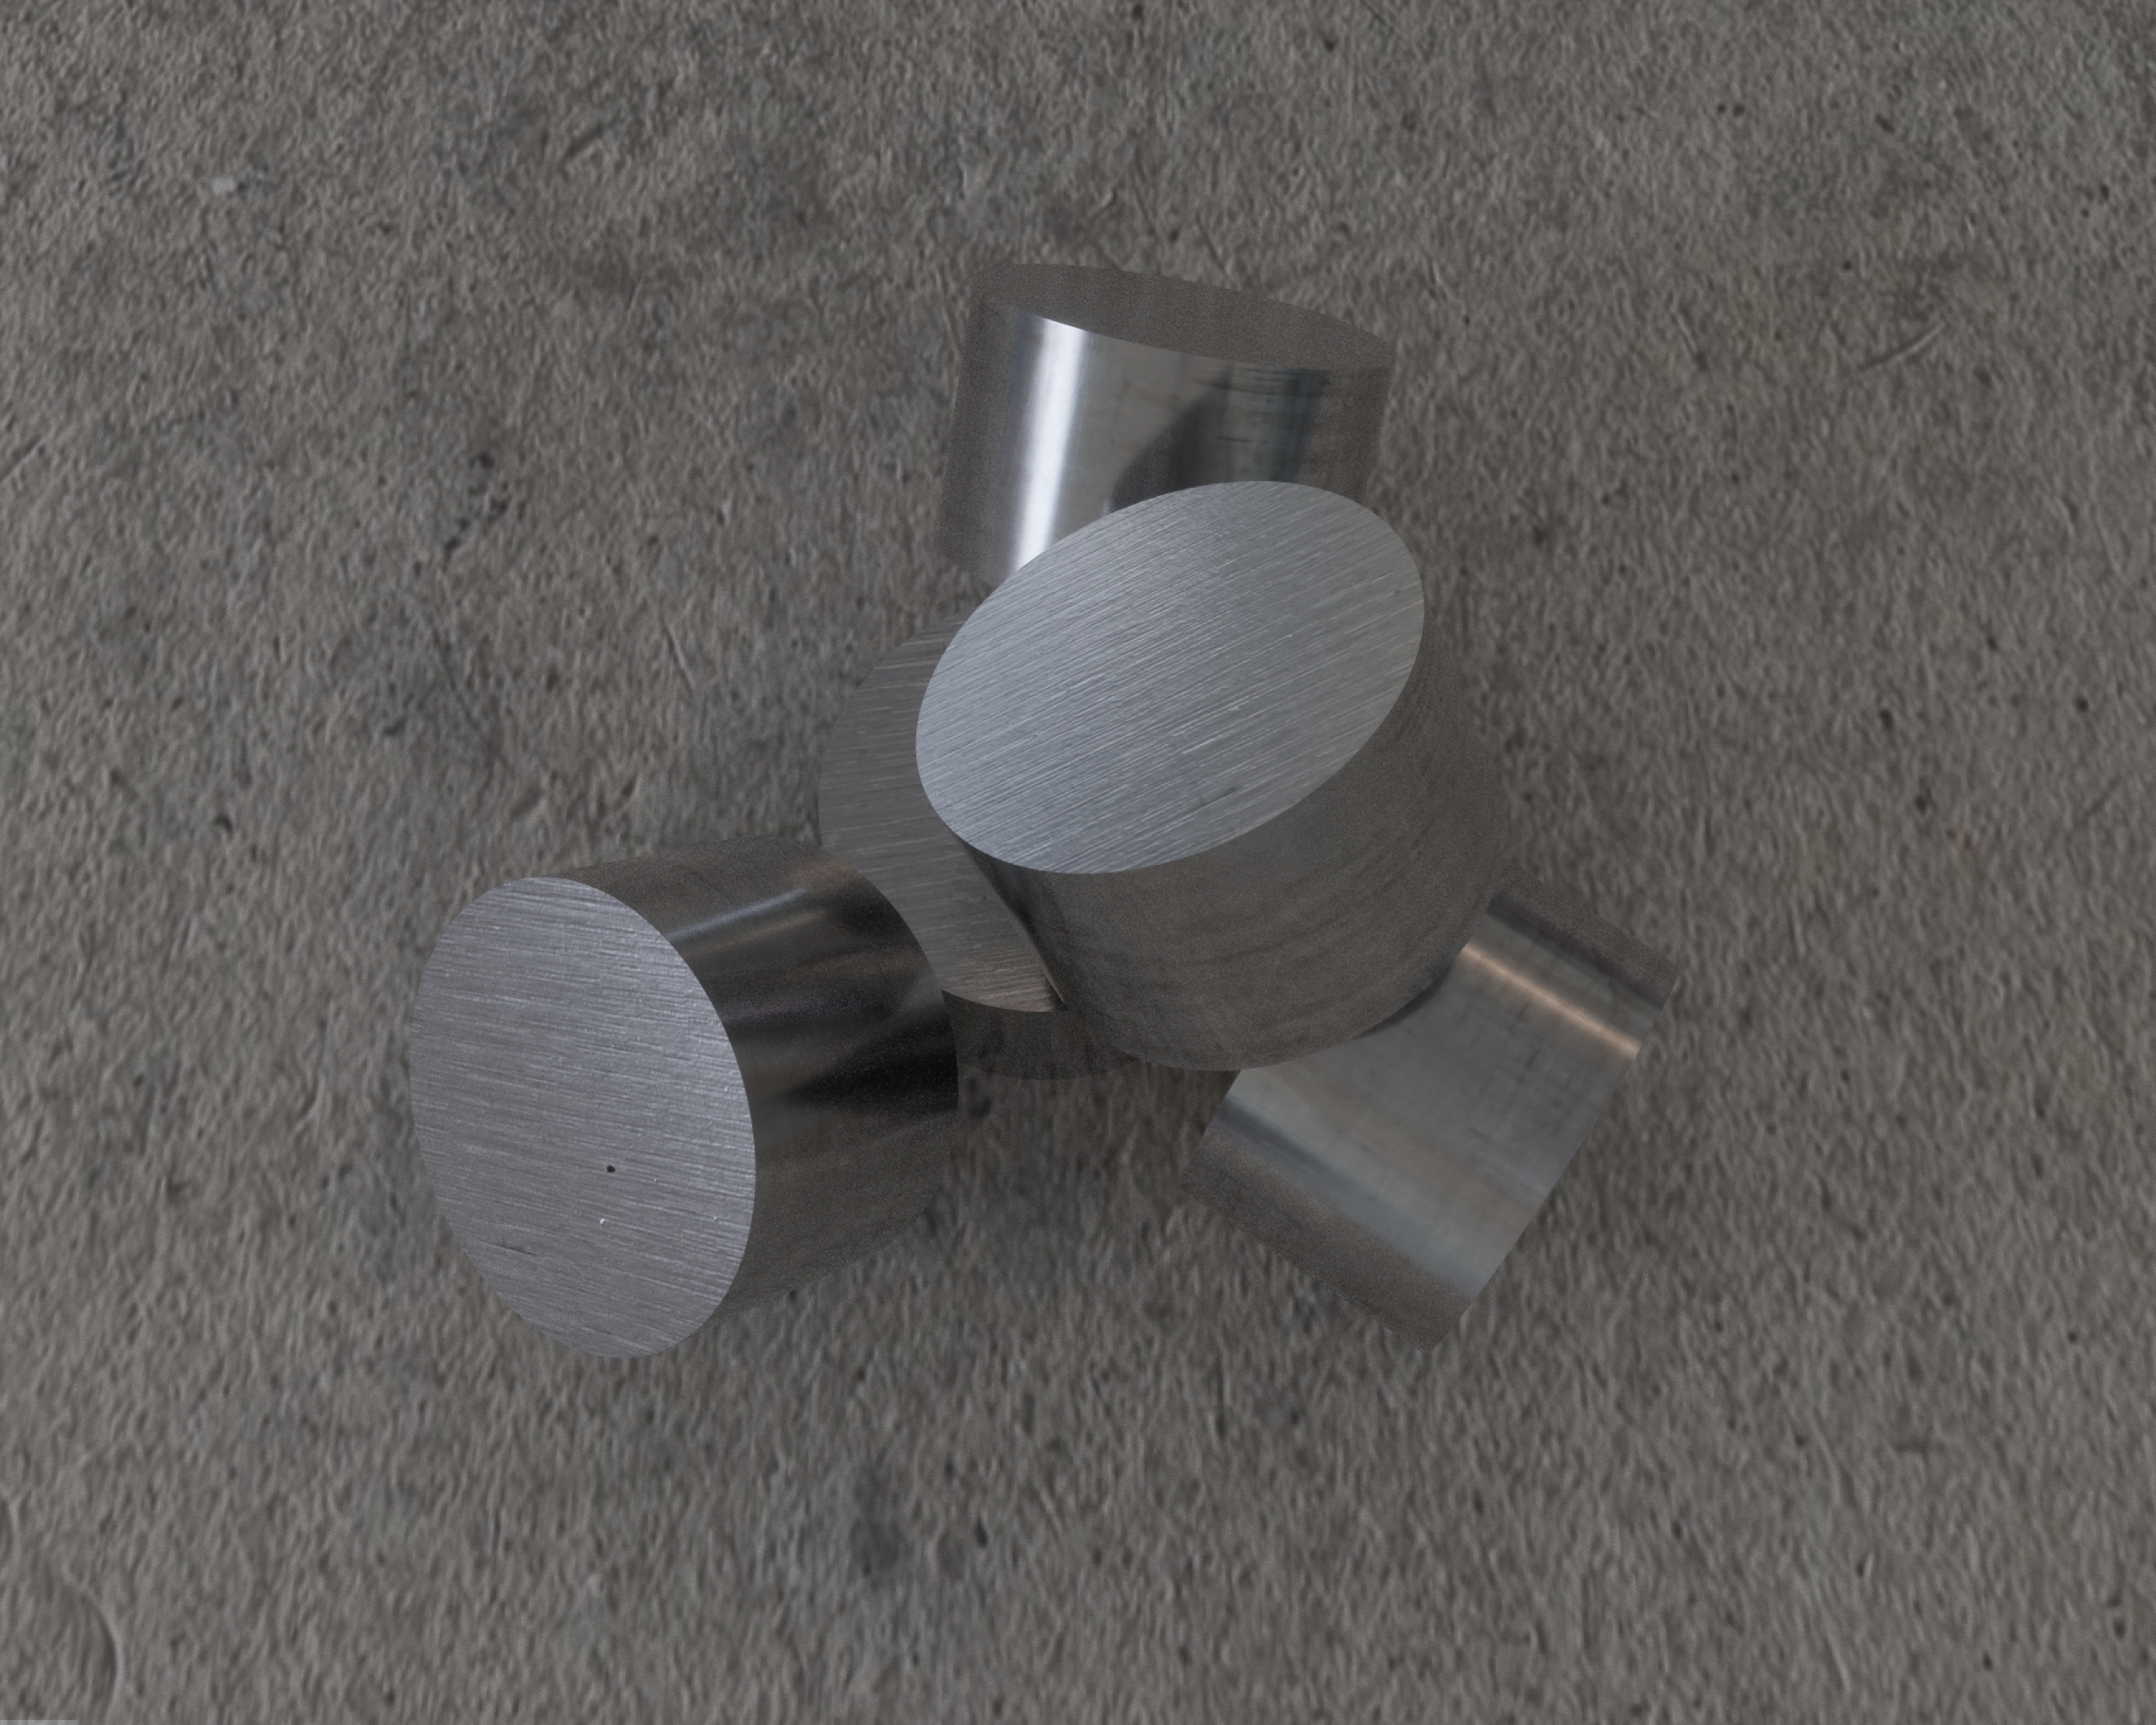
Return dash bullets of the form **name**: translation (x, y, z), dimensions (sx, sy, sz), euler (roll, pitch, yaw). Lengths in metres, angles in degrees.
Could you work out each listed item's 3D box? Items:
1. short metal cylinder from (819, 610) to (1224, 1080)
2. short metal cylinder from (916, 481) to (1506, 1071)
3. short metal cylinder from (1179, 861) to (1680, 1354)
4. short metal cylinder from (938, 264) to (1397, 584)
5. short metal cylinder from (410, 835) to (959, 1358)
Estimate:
- **short metal cylinder**: translation (-0.006, -0.003, 0.396), dimensions (0.081, 0.050, 0.080), euler (0, 70, 0)
- **short metal cylinder**: translation (0.022, -0.014, 0.329), dimensions (0.080, 0.050, 0.080), euler (-15, 46, 16)
- **short metal cylinder**: translation (0.061, 0.038, 0.365), dimensions (0.050, 0.080, 0.080), euler (33, 73, 11)
- **short metal cylinder**: translation (0.016, -0.081, 0.402), dimensions (0.080, 0.080, 0.050), euler (13, 114, 4)
- **short metal cylinder**: translation (-0.068, 0.038, 0.358), dimensions (0.080, 0.050, 0.079), euler (7, 102, 33)
